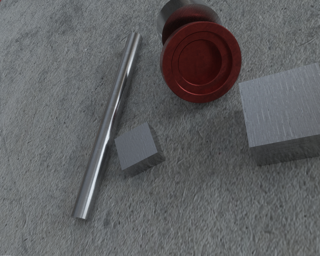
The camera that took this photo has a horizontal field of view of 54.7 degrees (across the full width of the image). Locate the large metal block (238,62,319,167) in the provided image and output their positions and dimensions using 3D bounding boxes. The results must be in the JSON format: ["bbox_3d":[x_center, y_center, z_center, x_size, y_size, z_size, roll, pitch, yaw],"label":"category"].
[{"bbox_3d":[0.133,-0.012,0.325,0.080,0.050,0.080,-13,56,20],"label":"large metal block"}]

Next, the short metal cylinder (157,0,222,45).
[{"bbox_3d":[0.039,-0.134,0.422,0.080,0.080,0.050,-29,34,10],"label":"short metal cylinder"}]

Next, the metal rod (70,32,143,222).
[{"bbox_3d":[-0.070,-0.018,0.449,0.025,0.025,0.300,-2,61,27],"label":"metal rod"}]

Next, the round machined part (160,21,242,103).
[{"bbox_3d":[0.048,-0.084,0.392,0.098,0.098,0.042,-36,21,4],"label":"round machined part"}]

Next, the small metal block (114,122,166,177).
[{"bbox_3d":[-0.026,0.028,0.399,0.050,0.025,0.050,-28,52,10],"label":"small metal block"}]
